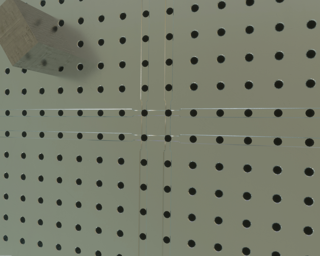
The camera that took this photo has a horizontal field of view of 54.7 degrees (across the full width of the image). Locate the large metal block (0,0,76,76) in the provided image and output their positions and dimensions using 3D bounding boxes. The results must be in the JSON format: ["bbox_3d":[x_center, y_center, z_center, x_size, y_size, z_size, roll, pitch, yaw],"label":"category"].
[{"bbox_3d":[-0.182,-0.129,0.446,0.050,0.080,0.080,-35,79,16],"label":"large metal block"}]
